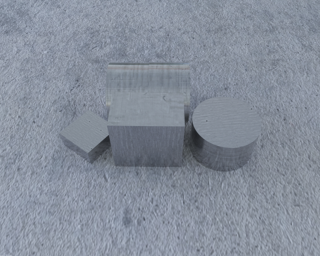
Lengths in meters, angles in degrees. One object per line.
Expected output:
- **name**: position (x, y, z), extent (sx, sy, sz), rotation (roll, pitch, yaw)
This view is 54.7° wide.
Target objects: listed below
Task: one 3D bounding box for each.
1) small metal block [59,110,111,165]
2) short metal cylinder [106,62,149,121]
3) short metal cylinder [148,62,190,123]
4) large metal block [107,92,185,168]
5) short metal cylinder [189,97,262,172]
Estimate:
- **small metal block**: position (-0.089, 0.011, 0.396), extent (0.050, 0.025, 0.050), rotation (31, 56, 23)
- **short metal cylinder**: position (-0.039, -0.046, 0.408), extent (0.050, 0.080, 0.080), rotation (1, 50, 0)
- **short metal cylinder**: position (0.011, -0.046, 0.408), extent (0.050, 0.080, 0.080), rotation (1, 50, 0)
- **large metal block**: position (-0.014, 0.004, 0.366), extent (0.081, 0.080, 0.050), rotation (1, 50, 0)
- **short metal cylinder**: position (0.078, 0.007, 0.383), extent (0.081, 0.050, 0.080), rotation (0, 50, 0)
